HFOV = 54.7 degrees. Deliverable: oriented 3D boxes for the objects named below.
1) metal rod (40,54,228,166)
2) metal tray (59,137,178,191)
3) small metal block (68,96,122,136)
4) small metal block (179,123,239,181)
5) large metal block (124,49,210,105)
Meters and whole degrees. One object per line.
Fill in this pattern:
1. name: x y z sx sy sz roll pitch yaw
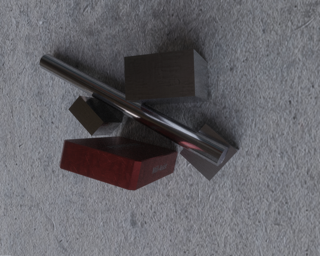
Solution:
1. metal rod: -0.050 -0.034 0.412 0.300 0.025 0.025 29 99 22
2. metal tray: -0.041 0.036 0.368 0.090 0.130 0.030 13 95 19
3. small metal block: -0.088 -0.016 0.426 0.050 0.050 0.025 46 104 14
4. small metal block: 0.062 0.029 0.388 0.050 0.025 0.050 43 103 14
5. large metal block: 0.012 -0.057 0.375 0.080 0.080 0.050 -2 90 19
